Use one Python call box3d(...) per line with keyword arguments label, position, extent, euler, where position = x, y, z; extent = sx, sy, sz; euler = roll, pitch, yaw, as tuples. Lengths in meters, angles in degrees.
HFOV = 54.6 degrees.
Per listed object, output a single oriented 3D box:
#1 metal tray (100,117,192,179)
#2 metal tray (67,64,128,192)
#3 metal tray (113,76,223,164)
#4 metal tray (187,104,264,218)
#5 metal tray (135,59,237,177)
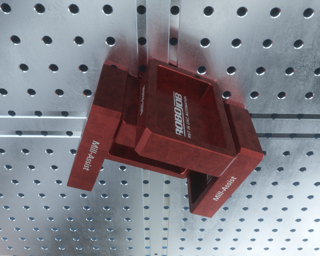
box3d(label="metal tray", position=(-0.006, 0.017, 0.422), extent=(0.131, 0.030, 0.089), euler=(17, 128, -15))
box3d(label="metal tray", position=(-0.075, 0.001, 0.369), extent=(0.030, 0.090, 0.129), euler=(17, 128, -14))
box3d(label="metal tray", position=(0.016, -0.007, 0.363), extent=(0.131, 0.090, 0.030), euler=(17, 128, -14))
box3d(label="metal tray", position=(0.077, 0.044, 0.406), extent=(0.030, 0.090, 0.129), euler=(17, 128, -14))
box3d(label="metal tray", position=(0.024, -0.016, 0.328), extent=(0.091, 0.130, 0.030), euler=(17, 128, -15))
